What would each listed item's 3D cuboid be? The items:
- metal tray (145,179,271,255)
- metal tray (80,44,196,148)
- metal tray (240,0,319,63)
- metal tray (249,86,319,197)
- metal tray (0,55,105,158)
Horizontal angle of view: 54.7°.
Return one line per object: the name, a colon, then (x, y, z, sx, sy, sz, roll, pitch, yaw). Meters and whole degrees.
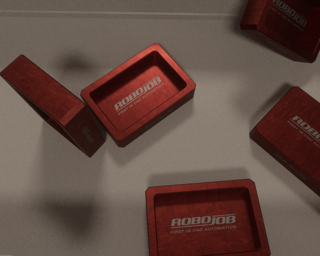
metal tray: (0.051, 0.111, 0.361, 0.131, 0.030, 0.090, -4, 63, -2)
metal tray: (-0.028, -0.046, 0.423, 0.131, 0.030, 0.090, -36, 74, -13)
metal tray: (0.172, -0.149, 0.407, 0.131, 0.030, 0.089, 15, 98, -34)
metal tray: (0.196, 0.018, 0.403, 0.130, 0.030, 0.090, 43, 75, 13)
metal tray: (-0.116, -0.018, 0.359, 0.090, 0.130, 0.030, 37, 74, 12)
